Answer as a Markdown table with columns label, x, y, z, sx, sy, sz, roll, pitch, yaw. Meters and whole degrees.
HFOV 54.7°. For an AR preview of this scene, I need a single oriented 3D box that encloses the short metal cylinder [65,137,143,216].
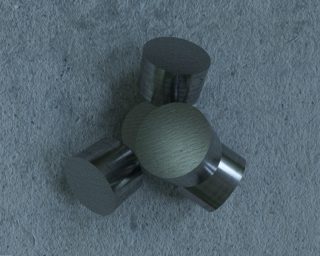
| label | x | y | z | sx | sy | sz | roll | pitch | yaw |
| --- | --- | --- | --- | --- | --- | --- | --- | --- | --- |
| short metal cylinder | -0.068 | 0.058 | 0.377 | 0.080 | 0.050 | 0.079 | 19 | 125 | 29 |

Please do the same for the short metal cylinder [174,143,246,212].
| label | x | y | z | sx | sy | sz | roll | pitch | yaw |
| --- | --- | --- | --- | --- | --- | --- | --- | --- | --- |
| short metal cylinder | 0.061 | 0.056 | 0.384 | 0.050 | 0.080 | 0.080 | 35 | 90 | 0 |

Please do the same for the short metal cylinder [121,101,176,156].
| label | x | y | z | sx | sy | sz | roll | pitch | yaw |
| --- | --- | --- | --- | --- | --- | --- | --- | --- | --- |
| short metal cylinder | -0.006 | 0.006 | 0.398 | 0.081 | 0.050 | 0.080 | 0 | 90 | -1 |

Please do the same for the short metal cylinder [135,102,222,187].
| label | x | y | z | sx | sy | sz | roll | pitch | yaw |
| --- | --- | --- | --- | --- | --- | --- | --- | --- | --- |
| short metal cylinder | 0.021 | 0.019 | 0.332 | 0.080 | 0.050 | 0.080 | -8 | 67 | 21 |

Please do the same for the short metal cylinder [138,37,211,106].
| label | x | y | z | sx | sy | sz | roll | pitch | yaw |
| --- | --- | --- | --- | --- | --- | --- | --- | --- | --- |
| short metal cylinder | 0.016 | -0.068 | 0.377 | 0.080 | 0.080 | 0.050 | 14 | 133 | 0 |
